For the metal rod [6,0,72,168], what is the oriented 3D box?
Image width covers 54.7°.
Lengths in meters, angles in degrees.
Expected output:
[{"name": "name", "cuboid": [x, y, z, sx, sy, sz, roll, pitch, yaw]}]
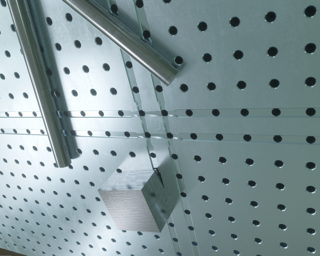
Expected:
[{"name": "metal rod", "cuboid": [-0.177, -0.068, 0.459, 0.025, 0.025, 0.298, 9, 122, 23]}]

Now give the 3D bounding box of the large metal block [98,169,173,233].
[{"name": "large metal block", "cuboid": [-0.037, 0.113, 0.483, 0.080, 0.050, 0.080, -8, 115, 31]}]

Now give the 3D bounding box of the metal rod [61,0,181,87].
[{"name": "metal rod", "cuboid": [-0.099, -0.153, 0.366, 0.300, 0.025, 0.025, 39, 129, 1]}]
